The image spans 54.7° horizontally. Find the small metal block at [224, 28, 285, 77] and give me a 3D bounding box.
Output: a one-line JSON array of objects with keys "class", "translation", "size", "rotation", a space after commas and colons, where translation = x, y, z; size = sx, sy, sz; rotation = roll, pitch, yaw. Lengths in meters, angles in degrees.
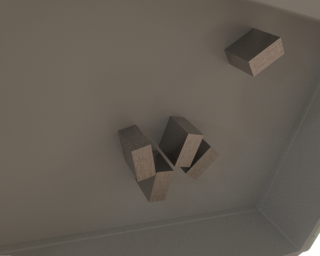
[{"class": "small metal block", "translation": [0.121, -0.099, 0.400], "size": [0.050, 0.050, 0.025], "rotation": [-37, 130, -4]}]

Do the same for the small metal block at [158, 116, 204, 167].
[{"class": "small metal block", "translation": [0.027, 0.018, 0.420], "size": [0.025, 0.050, 0.050], "rotation": [7, 115, -32]}]

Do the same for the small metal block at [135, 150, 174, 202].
[{"class": "small metal block", "translation": [-0.009, 0.066, 0.430], "size": [0.025, 0.050, 0.050], "rotation": [-1, 119, -29]}]

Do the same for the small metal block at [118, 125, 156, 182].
[{"class": "small metal block", "translation": [-0.030, 0.032, 0.397], "size": [0.025, 0.050, 0.050], "rotation": [-20, 126, -17]}]

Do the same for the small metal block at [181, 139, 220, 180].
[{"class": "small metal block", "translation": [0.049, 0.038, 0.444], "size": [0.050, 0.050, 0.025], "rotation": [-48, 129, 5]}]
